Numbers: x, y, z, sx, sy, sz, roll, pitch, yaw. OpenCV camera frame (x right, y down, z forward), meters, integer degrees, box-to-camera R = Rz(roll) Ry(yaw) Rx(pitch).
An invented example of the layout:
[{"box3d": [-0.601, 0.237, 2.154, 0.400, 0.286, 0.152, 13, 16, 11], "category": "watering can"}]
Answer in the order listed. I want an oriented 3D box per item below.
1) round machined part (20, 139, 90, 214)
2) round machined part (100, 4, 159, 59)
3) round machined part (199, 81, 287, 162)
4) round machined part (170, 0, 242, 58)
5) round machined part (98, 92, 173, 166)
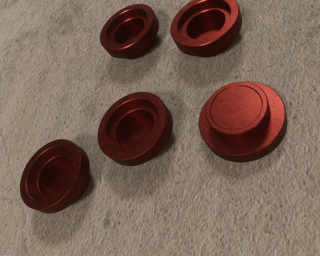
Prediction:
[{"box3d": [-0.136, 0.068, 0.421, 0.098, 0.042, 0.098, -13, 56, 20], "category": "round machined part"}, {"box3d": [-0.046, -0.152, 0.509, 0.098, 0.042, 0.098, -13, 56, 20], "category": "round machined part"}, {"box3d": [0.091, -0.014, 0.353, 0.098, 0.042, 0.098, -13, 56, 20], "category": "round machined part"}, {"box3d": [0.068, -0.140, 0.442, 0.098, 0.042, 0.098, -13, 56, 20], "category": "round machined part"}, {"box3d": [-0.028, 0.005, 0.403, 0.098, 0.042, 0.098, -13, 56, 20], "category": "round machined part"}]
